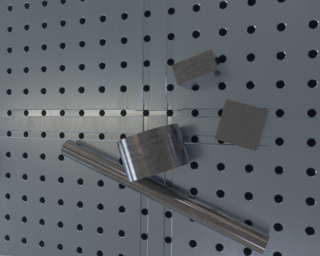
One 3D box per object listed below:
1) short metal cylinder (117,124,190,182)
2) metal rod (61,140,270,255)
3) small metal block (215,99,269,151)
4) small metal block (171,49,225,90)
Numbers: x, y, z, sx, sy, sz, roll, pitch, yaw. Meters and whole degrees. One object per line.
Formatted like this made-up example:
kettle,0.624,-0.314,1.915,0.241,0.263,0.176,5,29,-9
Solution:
short metal cylinder,-0.008,0.031,0.386,0.080,0.080,0.050,-19,84,19
metal rod,-0.007,0.084,0.414,0.301,0.025,0.025,23,98,18
small metal block,0.100,-0.004,0.377,0.050,0.025,0.050,17,96,19
small metal block,0.048,-0.070,0.382,0.050,0.050,0.025,-18,84,19
